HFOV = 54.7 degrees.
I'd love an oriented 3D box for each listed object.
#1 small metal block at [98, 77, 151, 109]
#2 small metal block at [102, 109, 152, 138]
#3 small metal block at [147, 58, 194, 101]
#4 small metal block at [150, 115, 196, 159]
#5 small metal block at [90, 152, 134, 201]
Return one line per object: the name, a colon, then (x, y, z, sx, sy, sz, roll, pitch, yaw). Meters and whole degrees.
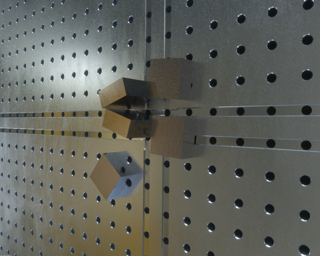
small metal block: (-0.048, -0.046, 0.430, 0.050, 0.050, 0.025, -22, 76, 37)
small metal block: (-0.042, -0.007, 0.425, 0.050, 0.050, 0.025, 24, 105, 37)
small metal block: (0.013, -0.062, 0.397, 0.050, 0.025, 0.050, 8, 95, 39)
small metal block: (0.016, 0.010, 0.394, 0.050, 0.025, 0.050, 6, 94, 39)
small metal block: (-0.074, 0.072, 0.468, 0.050, 0.025, 0.050, 47, 118, 29)
